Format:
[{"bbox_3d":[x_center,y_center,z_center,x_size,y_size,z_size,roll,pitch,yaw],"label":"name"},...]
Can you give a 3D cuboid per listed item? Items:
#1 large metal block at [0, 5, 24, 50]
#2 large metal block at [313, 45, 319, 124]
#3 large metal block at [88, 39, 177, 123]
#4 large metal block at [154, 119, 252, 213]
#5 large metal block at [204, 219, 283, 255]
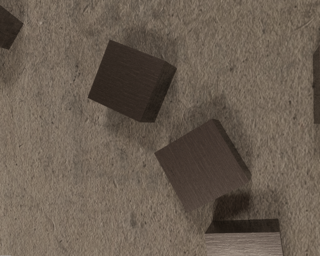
[{"bbox_3d":[-0.277,-0.172,0.475,0.080,0.080,0.050,38,102,15],"label":"large metal block"},{"bbox_3d":[0.208,-0.045,0.323,0.080,0.050,0.079,-1,90,19],"label":"large metal block"},{"bbox_3d":[-0.036,-0.060,0.407,0.080,0.050,0.080,25,98,18],"label":"large metal block"},{"bbox_3d":[0.053,0.044,0.376,0.080,0.050,0.080,-32,80,17],"label":"large metal block"},{"bbox_3d":[0.102,0.154,0.360,0.080,0.050,0.080,-8,87,19],"label":"large metal block"}]
